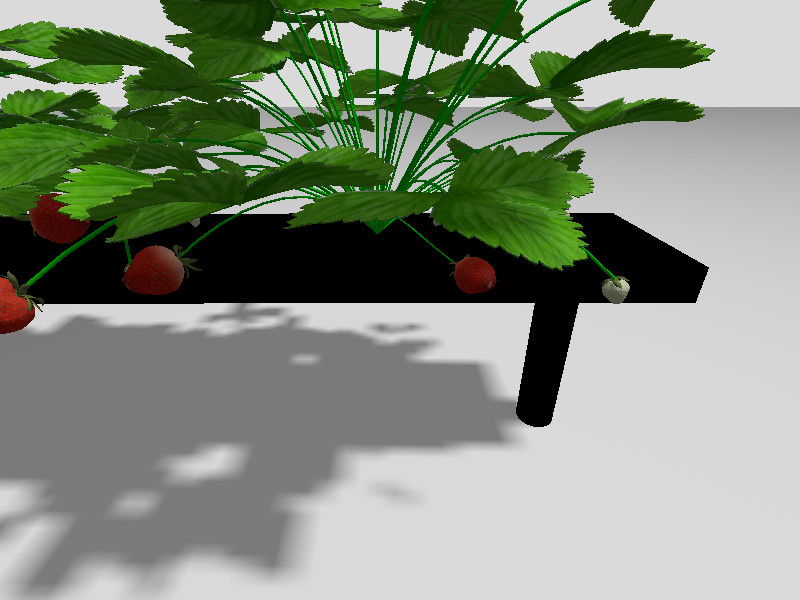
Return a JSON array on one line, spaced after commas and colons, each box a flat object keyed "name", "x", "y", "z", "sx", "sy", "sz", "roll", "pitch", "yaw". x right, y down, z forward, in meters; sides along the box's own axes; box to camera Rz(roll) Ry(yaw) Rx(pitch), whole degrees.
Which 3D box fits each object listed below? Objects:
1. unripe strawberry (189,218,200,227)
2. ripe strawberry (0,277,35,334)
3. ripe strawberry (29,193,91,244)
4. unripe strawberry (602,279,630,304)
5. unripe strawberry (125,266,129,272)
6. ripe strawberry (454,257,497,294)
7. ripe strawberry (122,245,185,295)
[{"name": "unripe strawberry", "x": -0.184, "y": -0.071, "z": 0.359, "sx": 0.010, "sy": 0.010, "sz": 0.009, "roll": 0, "pitch": 27, "yaw": 1}, {"name": "ripe strawberry", "x": -0.209, "y": 0.004, "z": 0.206, "sx": 0.029, "sy": 0.030, "sz": 0.026, "roll": -40, "pitch": 44, "yaw": -24}, {"name": "ripe strawberry", "x": -0.284, "y": -0.069, "z": 0.340, "sx": 0.042, "sy": 0.041, "sz": 0.039, "roll": 3, "pitch": 28, "yaw": 4}, {"name": "unripe strawberry", "x": 0.131, "y": -0.005, "z": 0.242, "sx": 0.015, "sy": 0.015, "sz": 0.014, "roll": -6, "pitch": 16, "yaw": 46}, {"name": "unripe strawberry", "x": -0.171, "y": -0.019, "z": 0.259, "sx": 0.010, "sy": 0.010, "sz": 0.009, "roll": -19, "pitch": 33, "yaw": -32}, {"name": "ripe strawberry", "x": 0.048, "y": -0.015, "z": 0.249, "sx": 0.026, "sy": 0.023, "sz": 0.026, "roll": -14, "pitch": 31, "yaw": -25}, {"name": "ripe strawberry", "x": -0.152, "y": -0.017, "z": 0.247, "sx": 0.033, "sy": 0.028, "sz": 0.033, "roll": -35, "pitch": 42, "yaw": -29}]
